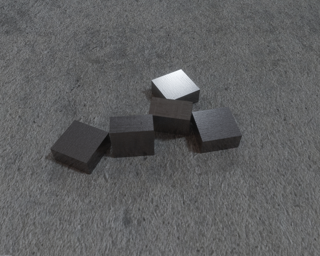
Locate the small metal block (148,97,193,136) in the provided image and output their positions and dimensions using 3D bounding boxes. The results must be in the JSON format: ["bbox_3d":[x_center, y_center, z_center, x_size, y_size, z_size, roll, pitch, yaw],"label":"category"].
[{"bbox_3d":[0.014,-0.014,0.395,0.050,0.050,0.025,8,67,7],"label":"small metal block"}]

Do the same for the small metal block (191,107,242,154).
[{"bbox_3d":[0.071,0.002,0.402,0.050,0.025,0.050,-9,51,-8],"label":"small metal block"}]

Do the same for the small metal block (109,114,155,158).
[{"bbox_3d":[-0.033,0.011,0.378,0.050,0.050,0.025,-4,50,-3],"label":"small metal block"}]

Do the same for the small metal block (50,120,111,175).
[{"bbox_3d":[-0.096,0.023,0.383,0.050,0.025,0.050,19,53,15],"label":"small metal block"}]

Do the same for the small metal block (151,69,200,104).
[{"bbox_3d":[0.022,-0.053,0.448,0.050,0.025,0.050,-23,54,-19],"label":"small metal block"}]
